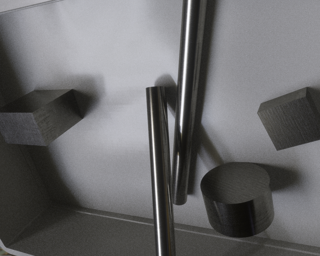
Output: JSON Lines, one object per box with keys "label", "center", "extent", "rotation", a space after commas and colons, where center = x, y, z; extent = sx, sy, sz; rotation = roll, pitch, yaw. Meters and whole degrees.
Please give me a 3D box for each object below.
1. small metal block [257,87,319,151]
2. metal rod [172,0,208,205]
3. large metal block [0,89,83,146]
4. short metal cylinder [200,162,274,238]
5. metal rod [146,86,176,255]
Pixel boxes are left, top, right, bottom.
{"label": "small metal block", "center": [0.140, -0.009, 0.329], "extent": [0.050, 0.025, 0.050], "rotation": [-22, 107, 35]}
{"label": "metal rod", "center": [0.032, -0.021, 0.378], "extent": [0.025, 0.025, 0.298], "rotation": [15, 125, 19]}
{"label": "large metal block", "center": [-0.176, -0.018, 0.453], "extent": [0.080, 0.080, 0.050], "rotation": [2, 119, 27]}
{"label": "short metal cylinder", "center": [0.094, 0.084, 0.375], "extent": [0.080, 0.080, 0.050], "rotation": [-2, 118, 29]}
{"label": "metal rod", "center": [0.004, 0.099, 0.382], "extent": [0.025, 0.025, 0.298], "rotation": [-3, 90, 29]}
